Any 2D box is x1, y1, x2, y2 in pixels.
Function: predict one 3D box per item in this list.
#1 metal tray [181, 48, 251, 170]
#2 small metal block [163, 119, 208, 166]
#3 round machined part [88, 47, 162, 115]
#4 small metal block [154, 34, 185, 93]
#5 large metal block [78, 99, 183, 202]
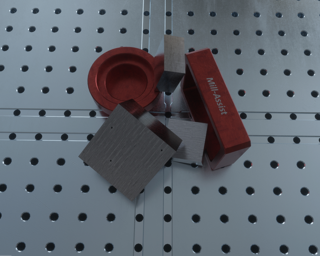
[{"bbox_3d":[0.063,-0.021,0.386,0.030,0.090,0.130,-17,71,-6],"label":"metal tray"},{"bbox_3d":[0.034,0.018,0.400,0.050,0.025,0.050,8,74,14],"label":"small metal block"},{"bbox_3d":[-0.045,-0.058,0.423,0.099,0.042,0.098,0,70,-1],"label":"round machined part"},{"bbox_3d":[0.011,-0.078,0.384,0.025,0.050,0.050,5,68,-13],"label":"small metal block"},{"bbox_3d":[-0.033,0.024,0.365,0.080,0.050,0.080,40,106,2],"label":"large metal block"}]
